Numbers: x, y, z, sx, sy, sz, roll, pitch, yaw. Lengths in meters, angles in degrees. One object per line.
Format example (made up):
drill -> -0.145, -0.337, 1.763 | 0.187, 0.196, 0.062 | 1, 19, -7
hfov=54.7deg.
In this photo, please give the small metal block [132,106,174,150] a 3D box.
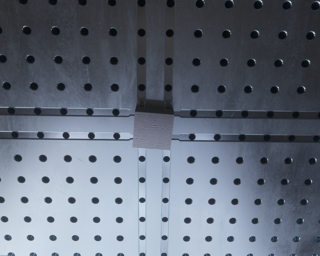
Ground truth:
small metal block -> -0.009, 0.000, 0.413 | 0.050, 0.025, 0.050 | 5, 110, -2
